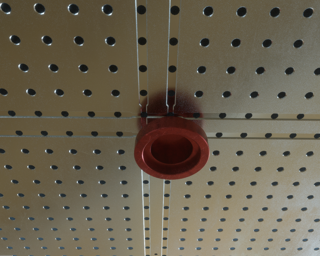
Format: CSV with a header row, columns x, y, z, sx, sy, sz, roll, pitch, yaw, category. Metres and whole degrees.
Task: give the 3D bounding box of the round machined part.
x,y,z,sx,sy,sz,roll,pitch,yaw,category
0.015,0.023,0.420,0.099,0.042,0.097,0,130,0,round machined part
